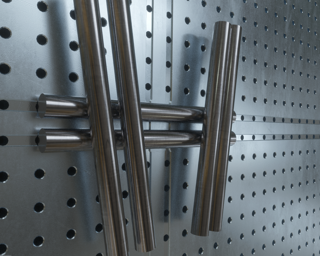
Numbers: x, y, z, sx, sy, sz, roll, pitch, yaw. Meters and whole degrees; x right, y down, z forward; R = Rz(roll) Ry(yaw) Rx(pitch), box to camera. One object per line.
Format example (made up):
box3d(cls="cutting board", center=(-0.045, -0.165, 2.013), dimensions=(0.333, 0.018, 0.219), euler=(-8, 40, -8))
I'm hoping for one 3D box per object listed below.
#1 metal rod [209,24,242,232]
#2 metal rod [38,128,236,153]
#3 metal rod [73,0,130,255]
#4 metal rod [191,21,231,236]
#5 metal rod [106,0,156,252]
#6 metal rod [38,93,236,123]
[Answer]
box3d(cls="metal rod", center=(0.093, -0.004, 0.454), dimensions=(0.025, 0.025, 0.299), euler=(12, 83, -39))
box3d(cls="metal rod", center=(-0.002, 0.015, 0.407), dimensions=(0.302, 0.025, 0.025), euler=(1, 90, -40))
box3d(cls="metal rod", center=(-0.061, -0.006, 0.325), dimensions=(0.025, 0.025, 0.298), euler=(-11, 97, -39))
box3d(cls="metal rod", center=(0.073, -0.003, 0.437), dimensions=(0.025, 0.025, 0.299), euler=(12, 83, -39))
box3d(cls="metal rod", center=(-0.032, -0.008, 0.349), dimensions=(0.025, 0.025, 0.298), euler=(-10, 97, -39))
box3d(cls="metal rod", center=(-0.002, -0.020, 0.407), dimensions=(0.302, 0.025, 0.025), euler=(1, 90, -40))
